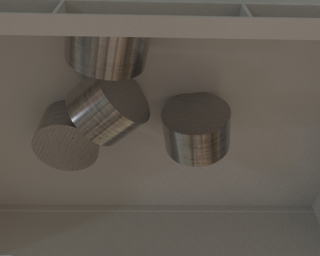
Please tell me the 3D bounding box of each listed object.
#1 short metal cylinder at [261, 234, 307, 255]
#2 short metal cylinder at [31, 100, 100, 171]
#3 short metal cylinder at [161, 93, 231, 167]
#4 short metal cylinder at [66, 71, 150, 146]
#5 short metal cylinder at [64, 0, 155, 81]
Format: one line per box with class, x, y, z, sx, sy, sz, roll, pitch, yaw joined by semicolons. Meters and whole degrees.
short metal cylinder;0.249;0.256;0.618;0.081;0.050;0.079;0;130;0
short metal cylinder;-0.116;0.010;0.400;0.081;0.050;0.079;0;130;0
short metal cylinder;0.044;0.000;0.374;0.080;0.080;0.050;-5;130;4
short metal cylinder;-0.057;-0.026;0.350;0.050;0.080;0.080;-34;123;25
short metal cylinder;-0.049;-0.089;0.297;0.081;0.080;0.050;9;130;-8
